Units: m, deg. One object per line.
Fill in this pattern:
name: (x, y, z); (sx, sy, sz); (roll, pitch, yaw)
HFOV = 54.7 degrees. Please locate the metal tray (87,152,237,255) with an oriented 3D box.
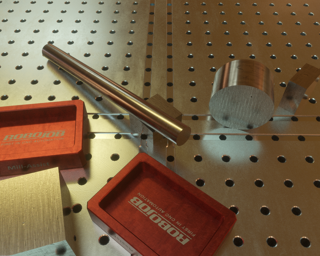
metal tray: (0.001, 0.093, 0.325); (0.130, 0.030, 0.090); (32, 57, 24)

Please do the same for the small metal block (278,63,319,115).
small metal block: (0.199, -0.055, 0.439); (0.025, 0.050, 0.050); (35, 58, 26)

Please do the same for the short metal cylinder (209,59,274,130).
short metal cylinder: (0.108, -0.043, 0.408); (0.080, 0.080, 0.050); (10, 51, 8)

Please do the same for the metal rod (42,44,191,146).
metal rod: (-0.079, -0.059, 0.433); (0.025, 0.025, 0.300); (-38, 52, -27)

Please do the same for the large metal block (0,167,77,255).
large metal block: (-0.134, 0.095, 0.311); (0.081, 0.050, 0.080); (-13, 51, -11)

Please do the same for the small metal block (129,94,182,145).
small metal block: (-0.006, -0.013, 0.419); (0.050, 0.025, 0.050); (-33, 58, -25)

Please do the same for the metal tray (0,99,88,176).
metal tray: (-0.161, 0.011, 0.393); (0.131, 0.030, 0.090); (-6, 50, -5)
